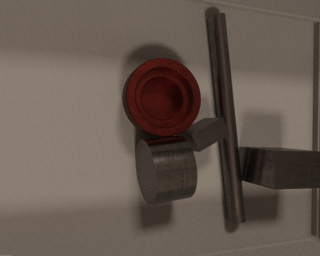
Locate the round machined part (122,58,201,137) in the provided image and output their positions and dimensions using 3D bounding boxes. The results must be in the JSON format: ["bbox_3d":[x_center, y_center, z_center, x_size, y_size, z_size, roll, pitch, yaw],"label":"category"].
[{"bbox_3d":[0.000,-0.037,0.401,0.099,0.042,0.097,1,87,-20],"label":"round machined part"}]

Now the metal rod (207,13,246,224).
[{"bbox_3d":[0.097,-0.012,0.447,0.025,0.025,0.298,-7,93,-20],"label":"metal rod"}]

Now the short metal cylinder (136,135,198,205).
[{"bbox_3d":[0.005,0.051,0.384,0.050,0.080,0.079,-6,92,-20],"label":"short metal cylinder"}]

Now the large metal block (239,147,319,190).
[{"bbox_3d":[0.171,0.055,0.446,0.081,0.080,0.050,3,89,-20],"label":"large metal block"}]

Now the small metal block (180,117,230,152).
[{"bbox_3d":[0.057,0.008,0.420,0.050,0.050,0.025,-28,100,-18],"label":"small metal block"}]
